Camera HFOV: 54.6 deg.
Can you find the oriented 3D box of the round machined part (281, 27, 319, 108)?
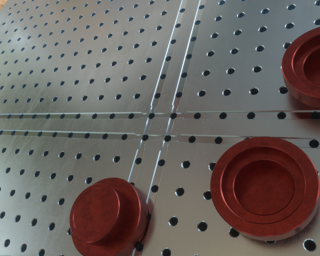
[{"bbox_3d":[0.187,-0.062,0.338,0.098,0.042,0.098,-13,56,21],"label":"round machined part"}]

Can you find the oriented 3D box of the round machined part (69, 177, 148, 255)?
[{"bbox_3d":[-0.067,0.105,0.369,0.098,0.042,0.098,-13,56,21],"label":"round machined part"}]

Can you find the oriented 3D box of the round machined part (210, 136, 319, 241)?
[{"bbox_3d":[0.103,0.061,0.306,0.098,0.042,0.098,-13,56,21],"label":"round machined part"}]
